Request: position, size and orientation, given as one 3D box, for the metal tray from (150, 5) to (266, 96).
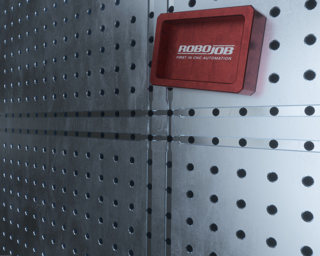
[{"bbox_3d":[0.050,-0.089,0.365,0.130,0.030,0.089,12,98,39],"label":"metal tray"}]
